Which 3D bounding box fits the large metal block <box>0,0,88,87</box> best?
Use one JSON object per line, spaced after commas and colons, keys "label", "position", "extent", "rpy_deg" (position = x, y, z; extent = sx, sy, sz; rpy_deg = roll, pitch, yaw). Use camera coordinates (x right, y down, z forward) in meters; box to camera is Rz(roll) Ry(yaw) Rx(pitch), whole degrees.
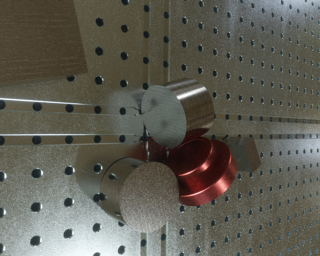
{"label": "large metal block", "position": [-0.123, -0.084, 0.290], "extent": [0.081, 0.050, 0.079], "rpy_deg": [-17, 101, -39]}

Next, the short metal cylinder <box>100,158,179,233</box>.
{"label": "short metal cylinder", "position": [-0.024, 0.078, 0.370], "extent": [0.081, 0.050, 0.079], "rpy_deg": [-1, 92, -35]}

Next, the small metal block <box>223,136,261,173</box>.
{"label": "small metal block", "position": [0.131, 0.042, 0.506], "extent": [0.025, 0.050, 0.050], "rpy_deg": [-34, 111, -35]}

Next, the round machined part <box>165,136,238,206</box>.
{"label": "round machined part", "position": [0.046, 0.049, 0.403], "extent": [0.098, 0.098, 0.042], "rpy_deg": [-51, 121, -28]}

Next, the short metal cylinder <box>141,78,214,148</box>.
{"label": "short metal cylinder", "position": [0.021, -0.020, 0.393], "extent": [0.050, 0.080, 0.079], "rpy_deg": [-21, 104, -38]}
